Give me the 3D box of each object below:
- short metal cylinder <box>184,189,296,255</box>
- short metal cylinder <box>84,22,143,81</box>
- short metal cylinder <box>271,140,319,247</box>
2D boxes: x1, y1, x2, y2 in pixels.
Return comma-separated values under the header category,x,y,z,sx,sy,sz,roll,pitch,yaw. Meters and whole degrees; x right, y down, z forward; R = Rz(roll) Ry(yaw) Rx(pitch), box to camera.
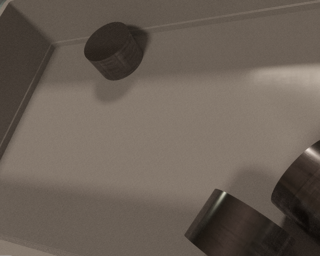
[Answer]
category,x,y,z,sx,sy,sz,roll,pitch,yaw
short metal cylinder,0.069,0.098,0.274,0.080,0.080,0.050,28,77,37
short metal cylinder,-0.075,-0.124,0.503,0.080,0.050,0.080,-13,56,20
short metal cylinder,0.143,0.053,0.263,0.080,0.080,0.050,-43,51,-1
